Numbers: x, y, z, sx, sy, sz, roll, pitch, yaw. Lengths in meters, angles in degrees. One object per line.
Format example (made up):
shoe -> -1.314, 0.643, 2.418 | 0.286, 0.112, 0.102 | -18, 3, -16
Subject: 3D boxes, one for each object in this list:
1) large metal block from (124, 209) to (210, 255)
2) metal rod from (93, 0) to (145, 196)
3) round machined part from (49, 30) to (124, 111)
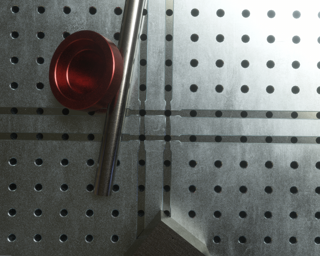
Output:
large metal block -> 0.007, 0.168, 0.401 | 0.080, 0.050, 0.080 | 39, 90, -1
metal rod -> -0.052, -0.060, 0.412 | 0.025, 0.025, 0.298 | 10, 90, -1
round machined part -> -0.088, -0.069, 0.392 | 0.098, 0.042, 0.097 | -2, 85, 24
